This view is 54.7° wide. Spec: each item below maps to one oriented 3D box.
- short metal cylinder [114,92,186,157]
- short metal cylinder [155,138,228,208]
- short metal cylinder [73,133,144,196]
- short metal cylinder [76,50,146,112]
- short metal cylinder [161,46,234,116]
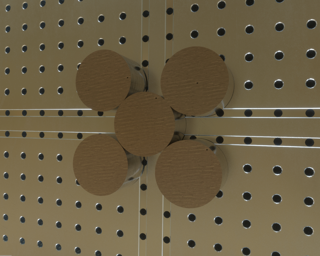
[{"bbox_3d":[-0.012,-0.005,0.402,0.080,0.050,0.079,0,90,19],"label":"short metal cylinder"},{"bbox_3d":[0.040,0.053,0.384,0.080,0.050,0.079,0,90,19],"label":"short metal cylinder"},{"bbox_3d":[-0.069,0.047,0.421,0.080,0.050,0.079,0,90,19],"label":"short metal cylinder"},{"bbox_3d":[-0.065,-0.061,0.420,0.080,0.050,0.079,0,90,19],"label":"short metal cylinder"},{"bbox_3d":[0.047,-0.054,0.380,0.080,0.050,0.079,0,90,19],"label":"short metal cylinder"}]
